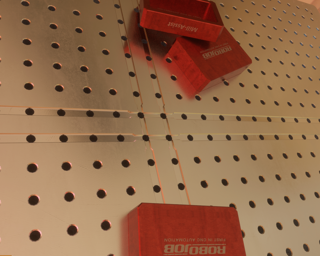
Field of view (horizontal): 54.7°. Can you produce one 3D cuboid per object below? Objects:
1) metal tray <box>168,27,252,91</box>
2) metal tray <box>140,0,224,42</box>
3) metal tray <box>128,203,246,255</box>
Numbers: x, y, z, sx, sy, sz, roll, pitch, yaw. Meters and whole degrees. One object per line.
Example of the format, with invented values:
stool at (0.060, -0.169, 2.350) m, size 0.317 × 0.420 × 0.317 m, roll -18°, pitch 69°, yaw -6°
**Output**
metal tray at (0.089, -0.123, 0.530) m, size 0.131 × 0.030 × 0.090 m, roll -27°, pitch 77°, yaw -37°
metal tray at (0.033, -0.190, 0.514) m, size 0.131 × 0.030 × 0.090 m, roll 8°, pitch 45°, yaw -13°
metal tray at (0.033, 0.133, 0.343) m, size 0.131 × 0.030 × 0.090 m, roll 9°, pitch 58°, yaw -24°
